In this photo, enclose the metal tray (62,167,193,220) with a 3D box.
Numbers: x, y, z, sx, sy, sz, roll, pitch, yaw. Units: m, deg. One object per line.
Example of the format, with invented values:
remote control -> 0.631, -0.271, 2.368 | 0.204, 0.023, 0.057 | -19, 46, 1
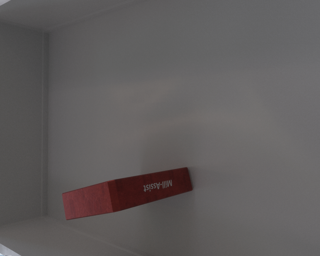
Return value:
metal tray -> -0.035, 0.076, 0.368 | 0.090, 0.131, 0.030 | -21, 77, 38
